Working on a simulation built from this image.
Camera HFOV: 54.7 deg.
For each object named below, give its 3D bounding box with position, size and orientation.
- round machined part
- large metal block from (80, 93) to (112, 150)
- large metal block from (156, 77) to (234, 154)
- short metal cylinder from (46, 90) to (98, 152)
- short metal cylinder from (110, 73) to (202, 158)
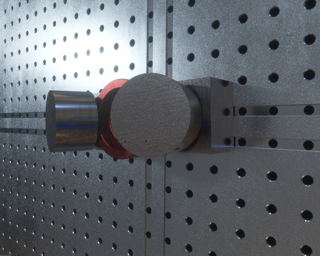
[{"bbox_3d":[-0.036,-0.011,0.390,0.098,0.042,0.097,0,90,40],"label":"round machined part"},{"bbox_3d":[-0.077,-0.010,0.457,0.080,0.050,0.080,1,91,40],"label":"large metal block"},{"bbox_3d":[0.037,-0.013,0.362,0.080,0.050,0.080,-1,90,40],"label":"large metal block"},{"bbox_3d":[-0.118,-0.009,0.409,0.080,0.050,0.079,4,94,61],"label":"short metal cylinder"},{"bbox_3d":[-0.002,-0.012,0.313,0.080,0.050,0.080,0,90,20],"label":"short metal cylinder"}]
